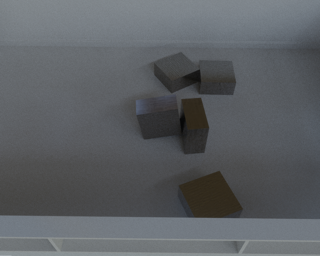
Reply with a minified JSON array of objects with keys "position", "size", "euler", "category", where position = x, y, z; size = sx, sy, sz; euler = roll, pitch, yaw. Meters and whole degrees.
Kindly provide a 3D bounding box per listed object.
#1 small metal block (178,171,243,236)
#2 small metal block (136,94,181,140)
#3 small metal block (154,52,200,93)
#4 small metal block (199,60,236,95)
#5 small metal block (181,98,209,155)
[{"position":[0.053,0.081,0.337],"size":[0.050,0.025,0.050],"euler":[-17,52,-14],"category":"small metal block"},{"position":[-0.001,-0.013,0.396],"size":[0.050,0.050,0.025],"euler":[-8,50,4],"category":"small metal block"},{"position":[0.026,-0.086,0.477],"size":[0.050,0.025,0.050],"euler":[-25,54,-20],"category":"small metal block"},{"position":[0.085,-0.077,0.470],"size":[0.050,0.025,0.050],"euler":[2,50,1],"category":"small metal block"},{"position":[0.042,-0.002,0.391],"size":[0.025,0.050,0.050],"euler":[-4,50,-4],"category":"small metal block"}]
